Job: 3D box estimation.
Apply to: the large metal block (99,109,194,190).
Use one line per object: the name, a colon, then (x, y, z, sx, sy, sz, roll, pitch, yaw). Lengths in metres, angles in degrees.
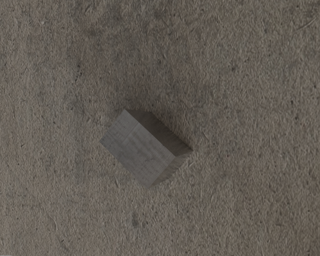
large metal block: (-0.014, 0.023, 0.385, 0.080, 0.080, 0.050, 43, 104, 15)
